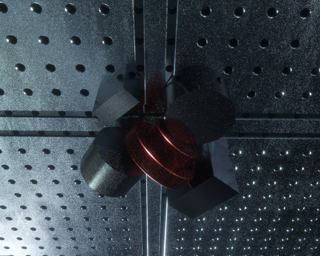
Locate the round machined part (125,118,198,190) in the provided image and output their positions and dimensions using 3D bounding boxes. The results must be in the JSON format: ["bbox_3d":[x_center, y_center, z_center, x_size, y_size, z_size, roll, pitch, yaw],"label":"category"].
[{"bbox_3d":[0.008,0.025,0.386,0.098,0.098,0.042,34,110,-26],"label":"round machined part"}]

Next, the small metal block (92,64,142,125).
[{"bbox_3d":[-0.049,-0.039,0.361,0.050,0.050,0.025,-34,122,25],"label":"small metal block"}]

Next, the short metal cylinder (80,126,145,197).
[{"bbox_3d":[-0.058,0.044,0.412,0.080,0.080,0.050,25,126,-20],"label":"short metal cylinder"}]

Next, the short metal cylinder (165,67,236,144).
[{"bbox_3d":[0.046,-0.026,0.373,0.081,0.050,0.079,0,130,0],"label":"short metal cylinder"}]

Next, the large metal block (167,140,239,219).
[{"bbox_3d":[0.056,0.067,0.434,0.050,0.080,0.080,36,121,-27],"label":"large metal block"}]
